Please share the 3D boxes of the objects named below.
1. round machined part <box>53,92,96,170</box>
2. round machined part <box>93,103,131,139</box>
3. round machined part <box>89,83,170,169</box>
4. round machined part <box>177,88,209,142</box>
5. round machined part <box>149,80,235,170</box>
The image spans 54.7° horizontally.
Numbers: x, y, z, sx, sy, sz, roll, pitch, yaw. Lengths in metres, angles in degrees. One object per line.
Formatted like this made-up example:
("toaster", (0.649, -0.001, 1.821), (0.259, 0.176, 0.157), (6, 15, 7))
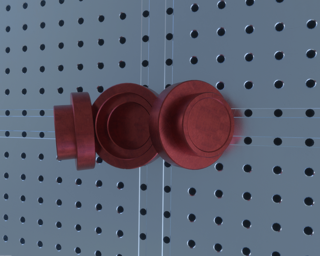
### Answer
("round machined part", (-0.108, 0.004, 0.386), (0.042, 0.098, 0.097), (-5, 88, -18))
("round machined part", (-0.059, -0.003, 0.423), (0.098, 0.042, 0.097), (0, 90, 19))
("round machined part", (-0.032, -0.002, 0.368), (0.098, 0.042, 0.097), (0, 90, 19))
("round machined part", (0.034, -0.003, 0.391), (0.098, 0.042, 0.097), (0, 90, 19))
("round machined part", (0.041, -0.003, 0.334), (0.042, 0.099, 0.097), (0, 90, 60))
